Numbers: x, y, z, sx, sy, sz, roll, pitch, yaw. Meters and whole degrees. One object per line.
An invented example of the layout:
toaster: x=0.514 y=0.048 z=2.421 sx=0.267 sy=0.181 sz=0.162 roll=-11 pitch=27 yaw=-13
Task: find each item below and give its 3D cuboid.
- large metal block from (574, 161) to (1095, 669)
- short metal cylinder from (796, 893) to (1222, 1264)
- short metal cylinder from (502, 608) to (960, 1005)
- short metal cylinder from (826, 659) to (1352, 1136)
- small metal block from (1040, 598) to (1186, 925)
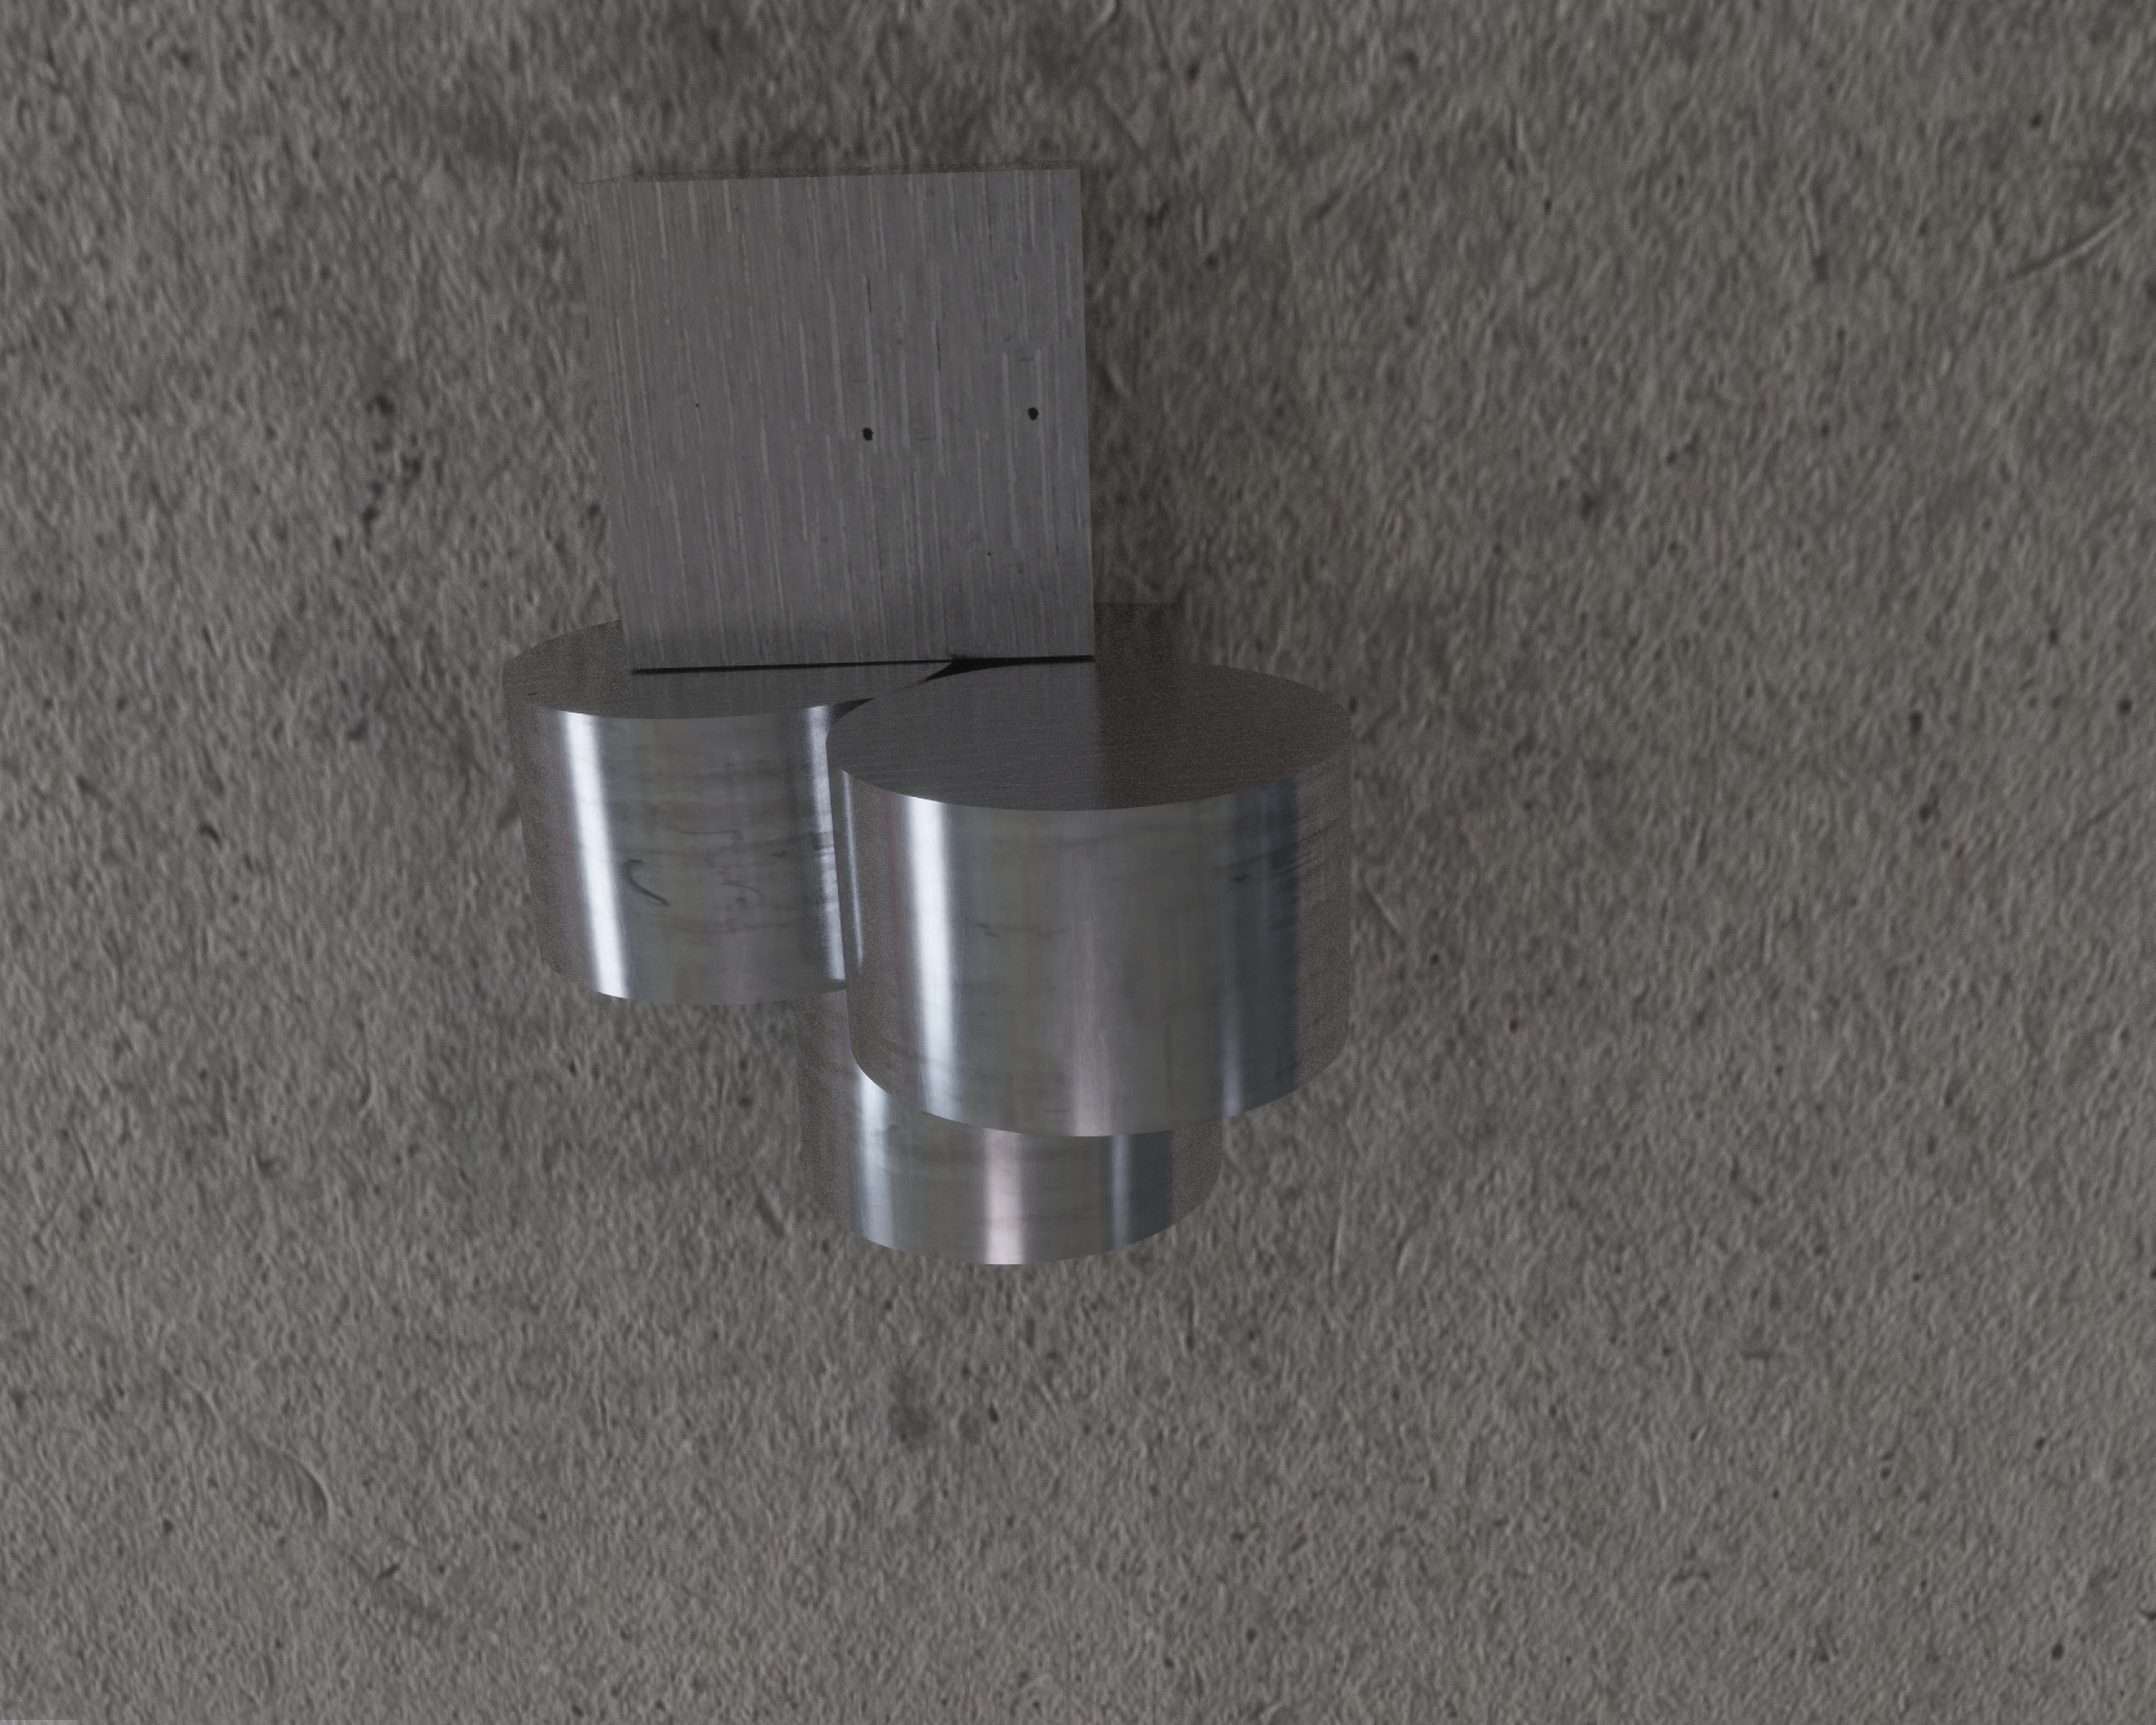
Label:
large metal block: x=-0.039 y=-0.080 z=0.368 sx=0.080 sy=0.050 sz=0.079 roll=-2 pitch=110 yaw=0
short metal cylinder: x=-0.013 y=0.033 z=0.394 sx=0.081 sy=0.080 sz=0.050 roll=0 pitch=110 yaw=0
short metal cylinder: x=-0.059 y=-0.013 z=0.377 sx=0.080 sy=0.080 sz=0.050 roll=-2 pitch=110 yaw=0
short metal cylinder: x=0.003 y=0.002 z=0.330 sx=0.080 sy=0.080 sz=0.050 roll=-2 pitch=110 yaw=0
small metal block: x=0.006 y=-0.020 z=0.393 sx=0.025 sy=0.050 sz=0.050 roll=1 pitch=110 yaw=-1
